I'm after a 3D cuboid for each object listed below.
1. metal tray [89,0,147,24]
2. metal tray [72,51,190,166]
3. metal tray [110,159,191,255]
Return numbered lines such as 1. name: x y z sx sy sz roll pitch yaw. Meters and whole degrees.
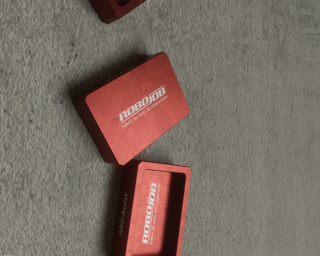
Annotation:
1. metal tray: -0.060 -0.198 0.349 0.090 0.030 0.130 -47 118 -30
2. metal tray: -0.028 -0.026 0.378 0.131 0.030 0.090 -38 113 -33
3. metal tray: -0.009 0.109 0.393 0.091 0.030 0.129 13 82 -39
